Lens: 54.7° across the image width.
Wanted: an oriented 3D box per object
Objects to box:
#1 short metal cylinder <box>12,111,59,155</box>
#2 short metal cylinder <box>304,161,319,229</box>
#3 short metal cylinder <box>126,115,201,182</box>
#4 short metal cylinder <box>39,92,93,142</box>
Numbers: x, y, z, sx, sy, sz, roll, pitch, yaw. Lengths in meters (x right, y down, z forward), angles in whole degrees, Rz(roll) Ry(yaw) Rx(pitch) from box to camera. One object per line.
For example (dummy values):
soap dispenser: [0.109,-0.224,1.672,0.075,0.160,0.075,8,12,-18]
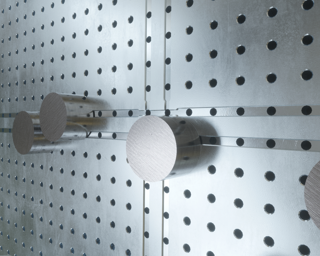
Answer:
short metal cylinder: [-0.233,0.009,0.582,0.080,0.050,0.079,0,90,39]
short metal cylinder: [0.168,0.055,0.254,0.080,0.050,0.079,0,90,39]
short metal cylinder: [0.004,0.024,0.388,0.080,0.050,0.079,0,90,39]
short metal cylinder: [-0.158,-0.018,0.520,0.080,0.050,0.079,0,90,39]
